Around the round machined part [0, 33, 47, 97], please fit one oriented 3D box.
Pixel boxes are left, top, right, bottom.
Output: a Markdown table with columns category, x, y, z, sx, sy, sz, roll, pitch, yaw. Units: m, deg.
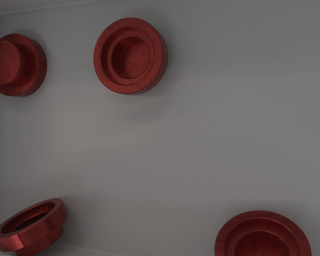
| category | x | y | z | sx | sy | sz | roll | pitch | yaw |
| --- | --- | --- | --- | --- | --- | --- | --- | --- | --- |
| round machined part | -0.230 | -0.098 | 0.481 | 0.098 | 0.042 | 0.097 | 0 | 90 | 17 |

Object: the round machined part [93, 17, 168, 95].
| category | x | y | z | sx | sy | sz | roll | pitch | yaw |
| --- | --- | --- | --- | --- | --- | --- | --- | --- | --- |
| round machined part | -0.035 | -0.092 | 0.414 | 0.098 | 0.042 | 0.097 | 0 | 90 | 20 |

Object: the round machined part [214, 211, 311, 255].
| category | x | y | z | sx | sy | sz | roll | pitch | yaw |
| --- | --- | --- | --- | --- | --- | --- | --- | --- | --- |
| round machined part | 0.113 | 0.144 | 0.342 | 0.098 | 0.098 | 0.042 | -4 | 126 | 20 |

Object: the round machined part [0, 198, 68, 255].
| category | x | y | z | sx | sy | sz | roll | pitch | yaw |
| --- | --- | --- | --- | --- | --- | --- | --- | --- | --- |
| round machined part | -0.176 | 0.143 | 0.437 | 0.098 | 0.098 | 0.042 | -17 | 101 | 19 |
